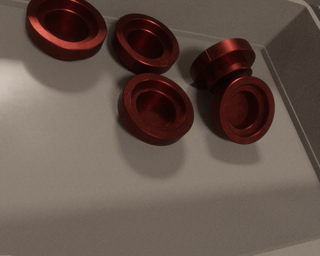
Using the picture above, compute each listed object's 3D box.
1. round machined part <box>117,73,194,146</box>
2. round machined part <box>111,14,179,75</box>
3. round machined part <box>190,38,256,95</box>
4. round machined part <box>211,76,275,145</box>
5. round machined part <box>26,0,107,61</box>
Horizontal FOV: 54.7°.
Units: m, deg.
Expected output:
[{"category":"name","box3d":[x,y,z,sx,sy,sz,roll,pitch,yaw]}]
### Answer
[{"category":"round machined part","box3d":[-0.008,-0.020,0.404,0.099,0.042,0.098,14,56,-21]},{"category":"round machined part","box3d":[-0.025,-0.116,0.454,0.099,0.042,0.098,14,56,-21]},{"category":"round machined part","box3d":[0.098,-0.085,0.465,0.099,0.097,0.042,-7,64,-32]},{"category":"round machined part","box3d":[0.117,-0.027,0.457,0.099,0.042,0.097,-4,99,-23]},{"category":"round machined part","box3d":[-0.123,-0.127,0.407,0.099,0.042,0.098,14,56,-21]}]
